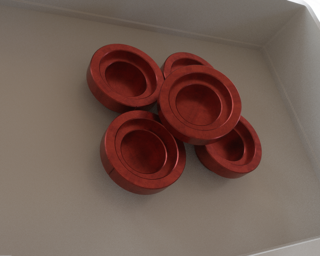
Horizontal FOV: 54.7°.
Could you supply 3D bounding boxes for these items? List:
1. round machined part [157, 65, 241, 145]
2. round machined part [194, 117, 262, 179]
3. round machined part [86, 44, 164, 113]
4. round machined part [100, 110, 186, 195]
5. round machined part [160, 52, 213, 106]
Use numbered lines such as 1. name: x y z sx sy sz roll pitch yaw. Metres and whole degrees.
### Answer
1. round machined part: 0.045 -0.025 0.379 0.099 0.042 0.098 3 68 -8
2. round machined part: 0.087 0.024 0.427 0.099 0.042 0.098 14 56 -21
3. round machined part: -0.047 -0.058 0.404 0.099 0.042 0.098 14 56 -21
4. round machined part: -0.023 0.031 0.363 0.099 0.042 0.098 14 56 -21
5. round machined part: 0.041 -0.059 0.453 0.099 0.042 0.098 14 56 -21
